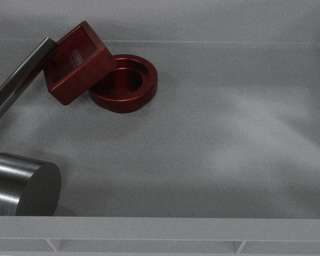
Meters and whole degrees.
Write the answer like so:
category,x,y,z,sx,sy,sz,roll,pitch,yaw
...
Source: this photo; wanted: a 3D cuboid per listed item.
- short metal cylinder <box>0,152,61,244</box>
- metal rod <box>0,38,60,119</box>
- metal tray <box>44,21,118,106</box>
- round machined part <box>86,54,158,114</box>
category,x,y,z,sx,sy,sz,roll,pitch,yaw
short metal cylinder,-0.142,0.068,0.310,0.050,0.080,0.080,11,51,9
metal rod,-0.218,-0.002,0.375,0.025,0.025,0.300,20,61,15
metal tray,-0.119,-0.096,0.438,0.090,0.030,0.130,-38,41,2
round machined part,-0.052,-0.059,0.443,0.099,0.042,0.098,0,50,0
